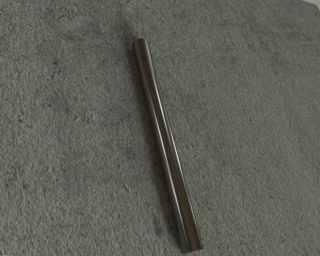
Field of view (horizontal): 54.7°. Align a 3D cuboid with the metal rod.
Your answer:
[{"bbox_3d":[0.003,0.005,0.405,0.025,0.025,0.299,0,62,-29],"label":"metal rod"}]
